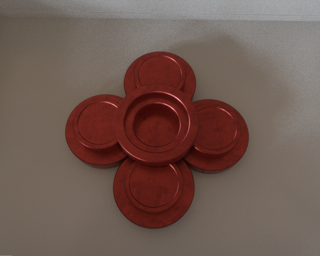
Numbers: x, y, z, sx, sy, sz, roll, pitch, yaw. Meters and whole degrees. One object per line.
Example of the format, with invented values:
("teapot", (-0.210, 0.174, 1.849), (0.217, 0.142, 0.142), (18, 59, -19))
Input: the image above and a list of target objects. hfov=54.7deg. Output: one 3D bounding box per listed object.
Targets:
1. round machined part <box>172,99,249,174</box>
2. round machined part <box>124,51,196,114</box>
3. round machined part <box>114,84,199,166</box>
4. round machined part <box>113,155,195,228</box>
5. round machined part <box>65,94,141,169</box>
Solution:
("round machined part", (0.065, 0.007, 0.396), (0.099, 0.042, 0.098), (0, 70, 0))
("round machined part", (0.000, -0.063, 0.420), (0.099, 0.042, 0.098), (0, 70, 0))
("round machined part", (-0.004, -0.001, 0.376), (0.099, 0.042, 0.098), (0, 70, 0))
("round machined part", (-0.007, 0.069, 0.373), (0.099, 0.042, 0.098), (1, 68, -1))
("round machined part", (-0.073, 0.000, 0.397), (0.099, 0.042, 0.098), (0, 70, 0))
